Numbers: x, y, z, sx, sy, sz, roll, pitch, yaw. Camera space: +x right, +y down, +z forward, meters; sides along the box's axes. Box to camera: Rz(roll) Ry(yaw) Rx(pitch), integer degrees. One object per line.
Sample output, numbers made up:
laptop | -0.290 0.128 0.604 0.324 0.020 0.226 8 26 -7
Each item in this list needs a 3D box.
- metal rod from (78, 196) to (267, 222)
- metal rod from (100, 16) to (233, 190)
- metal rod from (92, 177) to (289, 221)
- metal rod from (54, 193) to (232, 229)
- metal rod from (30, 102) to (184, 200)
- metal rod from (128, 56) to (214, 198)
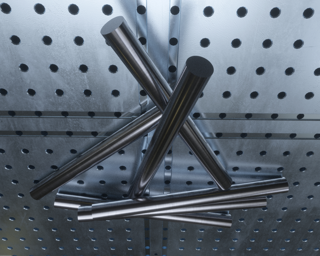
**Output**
metal rod | 0.022 0.128 0.504 0.302 0.025 0.025 -3 130 -4
metal rod | 0.028 -0.004 0.376 0.025 0.025 0.300 -23 134 18
metal rod | 0.048 0.109 0.480 0.302 0.025 0.025 -7 130 -4
metal rod | -0.024 0.143 0.532 0.302 0.025 0.025 9 130 -8
metal rod | -0.081 0.033 0.438 0.299 0.025 0.025 -31 124 24
metal rod | -0.003 0.028 0.384 0.025 0.025 0.298 11 145 -10
